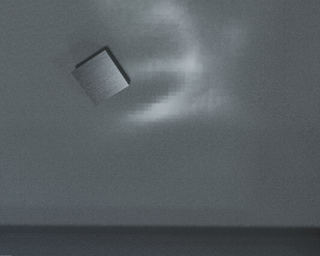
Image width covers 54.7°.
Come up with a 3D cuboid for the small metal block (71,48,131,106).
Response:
[{"bbox_3d":[-0.073,-0.064,0.387,0.050,0.025,0.050,-30,108,10],"label":"small metal block"}]
